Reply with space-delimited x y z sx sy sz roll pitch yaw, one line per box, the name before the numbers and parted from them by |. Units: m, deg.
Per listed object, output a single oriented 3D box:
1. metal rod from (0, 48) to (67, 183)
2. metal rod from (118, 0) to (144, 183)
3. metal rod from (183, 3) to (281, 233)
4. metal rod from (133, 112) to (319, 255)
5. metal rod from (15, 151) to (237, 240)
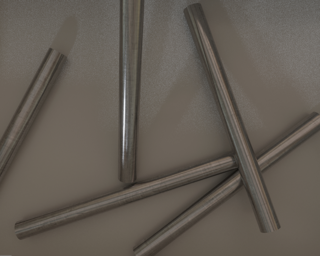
metal rod | -0.204 0.032 0.409 0.025 0.025 0.299 28 90 0
metal rod | -0.033 -0.067 0.348 0.025 0.025 0.298 4 116 0
metal rod | 0.089 -0.018 0.395 0.025 0.025 0.299 -18 84 0
metal rod | 0.092 0.078 0.411 0.301 0.025 0.025 -37 90 0
metal rod | -0.042 0.088 0.410 0.302 0.025 0.025 -18 90 0
